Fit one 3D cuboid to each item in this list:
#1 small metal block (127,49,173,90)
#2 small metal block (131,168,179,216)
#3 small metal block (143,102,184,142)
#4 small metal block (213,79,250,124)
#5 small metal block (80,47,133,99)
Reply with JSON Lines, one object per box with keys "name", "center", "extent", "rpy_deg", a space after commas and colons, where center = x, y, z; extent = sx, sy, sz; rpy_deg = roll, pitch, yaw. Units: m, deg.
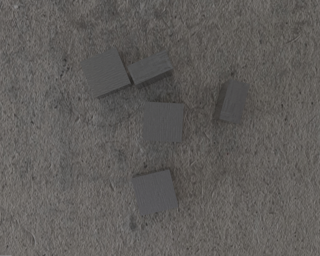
{"name": "small metal block", "center": [-0.012, -0.073, 0.397], "extent": [0.050, 0.050, 0.025], "rpy_deg": [-24, 90, 0]}
{"name": "small metal block", "center": [-0.006, 0.083, 0.410], "extent": [0.050, 0.025, 0.050], "rpy_deg": [-14, 90, 0]}
{"name": "small metal block", "center": [0.004, -0.008, 0.410], "extent": [0.050, 0.025, 0.050], "rpy_deg": [3, 90, 0]}
{"name": "small metal block", "center": [0.090, -0.032, 0.398], "extent": [0.025, 0.050, 0.050], "rpy_deg": [15, 90, 0]}
{"name": "small metal block", "center": [-0.070, -0.071, 0.409], "extent": [0.050, 0.025, 0.050], "rpy_deg": [-22, 90, 0]}
